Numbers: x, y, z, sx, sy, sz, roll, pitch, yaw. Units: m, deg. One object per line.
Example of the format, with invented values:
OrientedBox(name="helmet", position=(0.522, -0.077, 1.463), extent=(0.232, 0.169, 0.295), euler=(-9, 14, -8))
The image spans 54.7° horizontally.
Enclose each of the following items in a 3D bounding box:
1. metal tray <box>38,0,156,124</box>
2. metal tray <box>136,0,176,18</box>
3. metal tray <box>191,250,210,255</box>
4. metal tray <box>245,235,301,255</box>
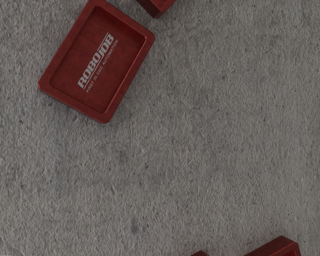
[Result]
OrientedBox(name="metal tray", position=(-0.075, -0.081, 0.378), extent=(0.090, 0.030, 0.130), euler=(30, 80, -18))
OrientedBox(name="metal tray", position=(-0.019, -0.221, 0.398), extent=(0.130, 0.030, 0.090), euler=(43, 76, -15))
OrientedBox(name="metal tray", position=(0.049, 0.249, 0.425), extent=(0.091, 0.030, 0.129), euler=(-22, 97, -19))
OrientedBox(name="metal tray", position=(0.181, 0.244, 0.473), extent=(0.091, 0.030, 0.129), euler=(-19, 97, -19))
